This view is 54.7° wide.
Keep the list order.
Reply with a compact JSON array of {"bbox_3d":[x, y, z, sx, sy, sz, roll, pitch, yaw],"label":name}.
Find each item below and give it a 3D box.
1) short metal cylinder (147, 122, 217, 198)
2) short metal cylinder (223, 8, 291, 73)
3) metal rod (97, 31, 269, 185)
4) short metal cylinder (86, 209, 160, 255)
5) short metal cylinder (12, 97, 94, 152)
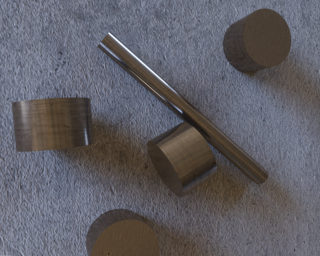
[{"bbox_3d":[0.026,0.039,0.390,0.050,0.080,0.080,-29,100,-18],"label":"short metal cylinder"},{"bbox_3d":[0.139,-0.124,0.447,0.081,0.050,0.080,0,90,-20],"label":"short metal cylinder"},{"bbox_3d":[0.042,-0.018,0.424,0.301,0.025,0.025,40,77,-16],"label":"metal rod"},{"bbox_3d":[-0.047,0.145,0.379,0.081,0.050,0.080,0,90,-20],"label":"short metal cylinder"},{"bbox_3d":[-0.115,-0.004,0.338,0.081,0.080,0.050,-5,92,-20],"label":"short metal cylinder"}]
